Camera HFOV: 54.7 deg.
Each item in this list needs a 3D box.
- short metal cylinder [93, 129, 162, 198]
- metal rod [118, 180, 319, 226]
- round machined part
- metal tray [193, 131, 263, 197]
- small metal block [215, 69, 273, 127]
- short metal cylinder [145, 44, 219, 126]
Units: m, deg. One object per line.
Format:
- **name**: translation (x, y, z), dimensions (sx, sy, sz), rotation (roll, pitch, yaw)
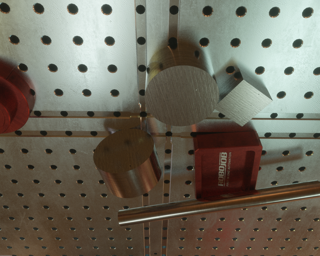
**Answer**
- **short metal cylinder**: translation (-0.042, 0.046, 0.414), dimensions (0.080, 0.080, 0.050), rotation (-9, 130, 7)
- **metal rod**: translation (0.084, 0.116, 0.470), dimensions (0.301, 0.025, 0.025), rotation (-11, 129, 9)
- **round machined part**: translation (-0.209, -0.029, 0.374), dimensions (0.099, 0.042, 0.097), rotation (0, 130, 0)
- **metal tray**: translation (0.097, 0.065, 0.464), dimensions (0.091, 0.030, 0.129), rotation (-4, 130, 3)
- **small metal block**: translation (0.100, -0.036, 0.382), dimensions (0.050, 0.025, 0.050), rotation (29, 124, -23)
- **short metal cylinder**: translation (0.024, -0.048, 0.354), dimensions (0.081, 0.050, 0.079), rotation (0, 130, 0)
